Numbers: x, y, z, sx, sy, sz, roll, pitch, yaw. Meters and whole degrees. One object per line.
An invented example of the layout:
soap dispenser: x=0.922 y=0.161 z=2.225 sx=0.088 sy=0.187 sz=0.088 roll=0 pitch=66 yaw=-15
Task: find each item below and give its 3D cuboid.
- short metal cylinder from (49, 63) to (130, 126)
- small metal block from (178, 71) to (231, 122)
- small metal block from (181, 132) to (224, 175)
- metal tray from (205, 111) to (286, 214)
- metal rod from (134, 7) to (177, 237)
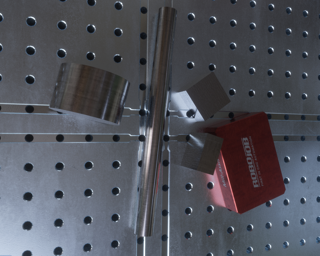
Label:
short metal cylinder: x=-0.079 y=-0.037 z=0.355 sx=0.081 sy=0.080 sz=0.050 roll=15 pitch=85 yaw=-20
small metal block: x=0.063 y=-0.044 z=0.437 sx=0.050 sy=0.025 sz=0.050 roll=-37 pitch=102 yaw=-17
small metal block: x=0.056 y=0.034 z=0.422 sx=0.025 sy=0.050 sz=0.050 roll=19 pitch=84 yaw=-19
metal tray: x=0.128 y=0.049 z=0.459 sx=0.091 sy=0.030 sz=0.129 roll=-18 pitch=96 yaw=-20
metal rod: x=-0.005 y=-0.010 z=0.411 sx=0.025 sy=0.025 sz=0.298 roll=7 pitch=88 yaw=-20
